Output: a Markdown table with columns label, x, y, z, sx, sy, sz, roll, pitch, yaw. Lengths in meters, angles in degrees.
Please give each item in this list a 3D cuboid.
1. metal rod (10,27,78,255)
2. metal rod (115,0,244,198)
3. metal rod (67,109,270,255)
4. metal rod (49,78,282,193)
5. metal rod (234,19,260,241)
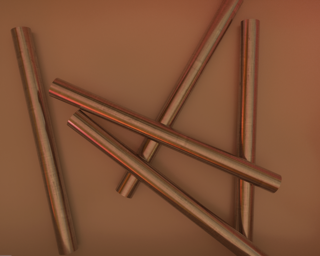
| label | x | y | z | sx | sy | sz | roll | pitch | yaw |
| --- | --- | --- | --- | --- | --- | --- | --- | --- | --- |
| metal rod | -0.152 | 0.017 | 0.409 | 0.025 | 0.025 | 0.298 | -12 | 90 | 0 |
| metal rod | 0.026 | -0.043 | 0.411 | 0.025 | 0.025 | 0.299 | 30 | 90 | -1 |
| metal rod | 0.012 | 0.079 | 0.385 | 0.300 | 0.025 | 0.025 | 38 | 90 | -1 |
| metal rod | 0.007 | 0.010 | 0.385 | 0.301 | 0.025 | 0.025 | 24 | 90 | -1 |
| metal rod | 0.115 | 0.008 | 0.412 | 0.025 | 0.025 | 0.298 | 2 | 90 | -1 |
